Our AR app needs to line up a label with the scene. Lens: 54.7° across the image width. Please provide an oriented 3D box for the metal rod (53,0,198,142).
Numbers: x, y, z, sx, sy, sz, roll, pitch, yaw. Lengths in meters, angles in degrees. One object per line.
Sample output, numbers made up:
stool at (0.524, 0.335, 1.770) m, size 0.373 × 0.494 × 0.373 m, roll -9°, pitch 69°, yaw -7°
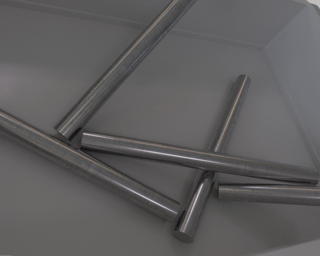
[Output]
metal rod at (-0.019, -0.105, 0.385) m, size 0.025 × 0.025 × 0.300 m, roll 39°, pitch 74°, yaw -2°

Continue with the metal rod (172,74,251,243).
metal rod at (0.084, 0.020, 0.438) m, size 0.025 × 0.025 × 0.301 m, roll 35°, pitch 51°, yaw -6°

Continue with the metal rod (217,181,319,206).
metal rod at (0.225, 0.087, 0.387) m, size 0.302 × 0.025 × 0.025 m, roll 3°, pitch 57°, yaw 5°

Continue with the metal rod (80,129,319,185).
metal rod at (0.058, 0.040, 0.381) m, size 0.302 × 0.025 × 0.025 m, roll 10°, pitch 57°, yaw -12°

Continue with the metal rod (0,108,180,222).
metal rod at (-0.113, 0.023, 0.330) m, size 0.301 × 0.025 × 0.025 m, roll 30°, pitch 52°, yaw -10°
